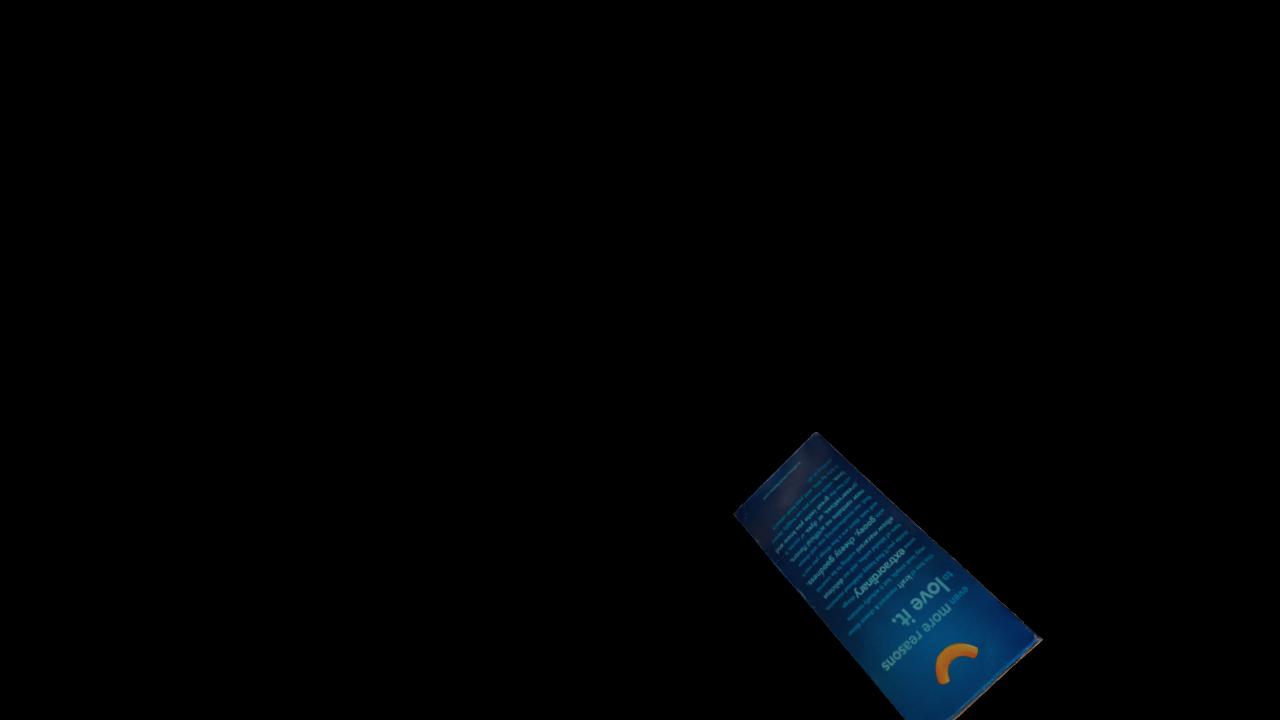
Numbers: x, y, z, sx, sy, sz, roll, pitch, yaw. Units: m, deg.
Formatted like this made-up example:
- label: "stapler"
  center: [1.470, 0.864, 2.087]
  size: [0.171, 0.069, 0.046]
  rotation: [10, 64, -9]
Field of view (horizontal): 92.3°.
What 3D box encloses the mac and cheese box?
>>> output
- label: "mac and cheese box"
  center: [0.157, 0.144, 0.421]
  size: [0.041, 0.093, 0.184]
  rotation: [37, 9, -49]
